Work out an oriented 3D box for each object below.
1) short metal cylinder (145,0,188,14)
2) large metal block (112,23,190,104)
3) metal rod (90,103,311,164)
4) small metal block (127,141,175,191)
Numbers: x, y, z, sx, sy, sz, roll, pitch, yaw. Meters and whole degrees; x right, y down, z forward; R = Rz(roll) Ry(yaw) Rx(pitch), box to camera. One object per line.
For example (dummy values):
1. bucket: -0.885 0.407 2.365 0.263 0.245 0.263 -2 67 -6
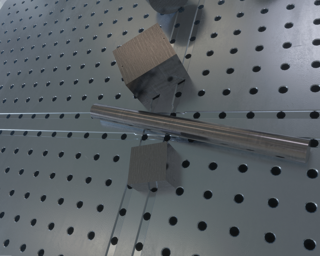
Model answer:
1. short metal cylinder: 0.007 -0.239 0.516 0.080 0.080 0.050 -36 51 5
2. large metal block: -0.015 -0.095 0.459 0.080 0.050 0.080 -30 52 9
3. metal rod: 0.026 -0.001 0.394 0.300 0.025 0.025 11 68 33
4. small metal block: -0.010 0.048 0.384 0.050 0.025 0.050 -10 57 22
